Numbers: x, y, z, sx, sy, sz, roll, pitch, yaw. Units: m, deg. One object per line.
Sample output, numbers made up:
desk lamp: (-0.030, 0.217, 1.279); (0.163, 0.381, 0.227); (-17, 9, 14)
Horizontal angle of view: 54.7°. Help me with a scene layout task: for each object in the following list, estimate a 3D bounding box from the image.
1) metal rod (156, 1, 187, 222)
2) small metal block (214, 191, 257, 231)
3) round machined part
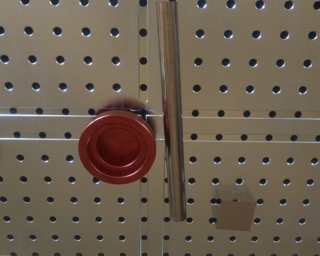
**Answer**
metal rod: (0.017, -0.007, 0.410); (0.025, 0.025, 0.298); (-4, 110, 1)
small metal block: (0.110, 0.123, 0.460); (0.050, 0.025, 0.050); (5, 110, -2)
round machined part: (-0.054, 0.022, 0.412); (0.099, 0.042, 0.097); (0, 110, 0)
